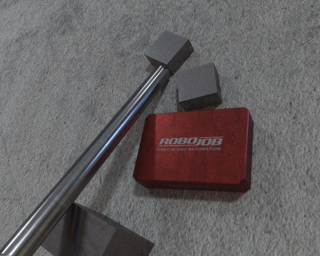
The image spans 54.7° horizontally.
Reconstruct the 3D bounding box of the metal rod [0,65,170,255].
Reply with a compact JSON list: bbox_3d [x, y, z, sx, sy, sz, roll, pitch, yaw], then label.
[{"bbox_3d":[-0.062,0.016,0.358,0.025,0.025,0.301,6,43,30],"label":"metal rod"}]

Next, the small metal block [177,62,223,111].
[{"bbox_3d":[0.052,-0.054,0.409,0.050,0.025,0.050,-13,56,20],"label":"small metal block"}]

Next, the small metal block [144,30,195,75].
[{"bbox_3d":[0.014,-0.114,0.465,0.050,0.025,0.050,34,80,38],"label":"small metal block"}]

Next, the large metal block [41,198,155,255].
[{"bbox_3d":[-0.066,0.121,0.327,0.080,0.080,0.050,17,71,34],"label":"large metal block"}]

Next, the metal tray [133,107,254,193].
[{"bbox_3d":[0.039,0.025,0.364,0.130,0.030,0.090,-3,60,26],"label":"metal tray"}]
